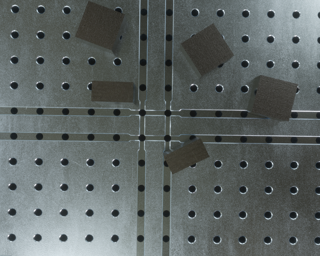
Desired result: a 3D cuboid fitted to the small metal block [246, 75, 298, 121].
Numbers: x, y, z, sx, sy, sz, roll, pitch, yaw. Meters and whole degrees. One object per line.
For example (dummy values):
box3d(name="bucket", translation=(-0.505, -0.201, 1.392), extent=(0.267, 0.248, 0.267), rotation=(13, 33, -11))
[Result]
box3d(name="small metal block", translation=(0.150, -0.039, 0.415), extent=(0.050, 0.025, 0.050), rotation=(14, 90, -1))

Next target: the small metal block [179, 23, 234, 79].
box3d(name="small metal block", translation=(0.062, -0.102, 0.414), extent=(0.050, 0.025, 0.050), rotation=(-33, 90, -1))

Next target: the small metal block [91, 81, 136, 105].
box3d(name="small metal block", translation=(-0.058, -0.044, 0.400), extent=(0.050, 0.050, 0.025), rotation=(2, 90, -1))

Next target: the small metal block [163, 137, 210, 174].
box3d(name="small metal block", translation=(0.032, 0.034, 0.401), extent=(0.050, 0.050, 0.025), rotation=(-26, 90, 0))

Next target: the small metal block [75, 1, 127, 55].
box3d(name="small metal block", translation=(-0.077, -0.132, 0.412), extent=(0.050, 0.025, 0.050), rotation=(20, 90, -1))
